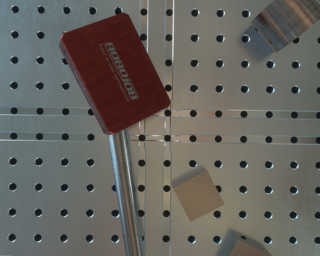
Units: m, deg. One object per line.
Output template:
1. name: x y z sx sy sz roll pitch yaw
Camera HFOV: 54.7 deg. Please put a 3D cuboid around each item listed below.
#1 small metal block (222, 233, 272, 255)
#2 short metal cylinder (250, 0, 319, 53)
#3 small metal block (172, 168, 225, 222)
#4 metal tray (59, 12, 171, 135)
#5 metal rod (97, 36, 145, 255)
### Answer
1. small metal block: 0.113 0.178 0.415 0.050 0.025 0.050 26 90 -1
2. short metal cylinder: 0.162 -0.140 0.388 0.080 0.080 0.050 -40 91 0
3. small metal block: 0.050 0.088 0.414 0.050 0.025 0.050 -27 90 -1
4. metal tray: -0.055 -0.067 0.388 0.091 0.030 0.129 -29 97 -21
5. metal rod: -0.054 0.028 0.412 0.025 0.025 0.298 -8 90 0
